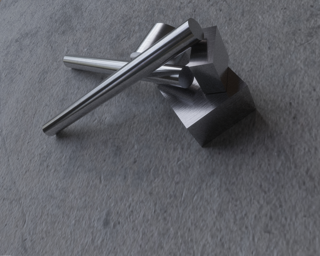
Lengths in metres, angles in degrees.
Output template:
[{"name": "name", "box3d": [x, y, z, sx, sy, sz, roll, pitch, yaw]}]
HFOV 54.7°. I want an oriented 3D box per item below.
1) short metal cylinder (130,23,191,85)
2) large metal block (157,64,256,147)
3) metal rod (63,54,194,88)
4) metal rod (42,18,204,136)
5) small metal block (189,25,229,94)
[{"name": "short metal cylinder", "box3d": [0.007, -0.096, 0.426, 0.080, 0.080, 0.050, 23, 74, 36]}, {"name": "large metal block", "box3d": [0.056, -0.038, 0.380, 0.080, 0.050, 0.080, -36, 51, 5]}, {"name": "metal rod", "box3d": [-0.068, -0.090, 0.458, 0.300, 0.025, 0.025, 19, 71, 47]}, {"name": "metal rod", "box3d": [-0.070, -0.049, 0.402, 0.299, 0.025, 0.025, -25, 50, 38]}, {"name": "small metal block", "box3d": [0.055, -0.073, 0.336, 0.025, 0.050, 0.050, -4, 60, 26]}]
